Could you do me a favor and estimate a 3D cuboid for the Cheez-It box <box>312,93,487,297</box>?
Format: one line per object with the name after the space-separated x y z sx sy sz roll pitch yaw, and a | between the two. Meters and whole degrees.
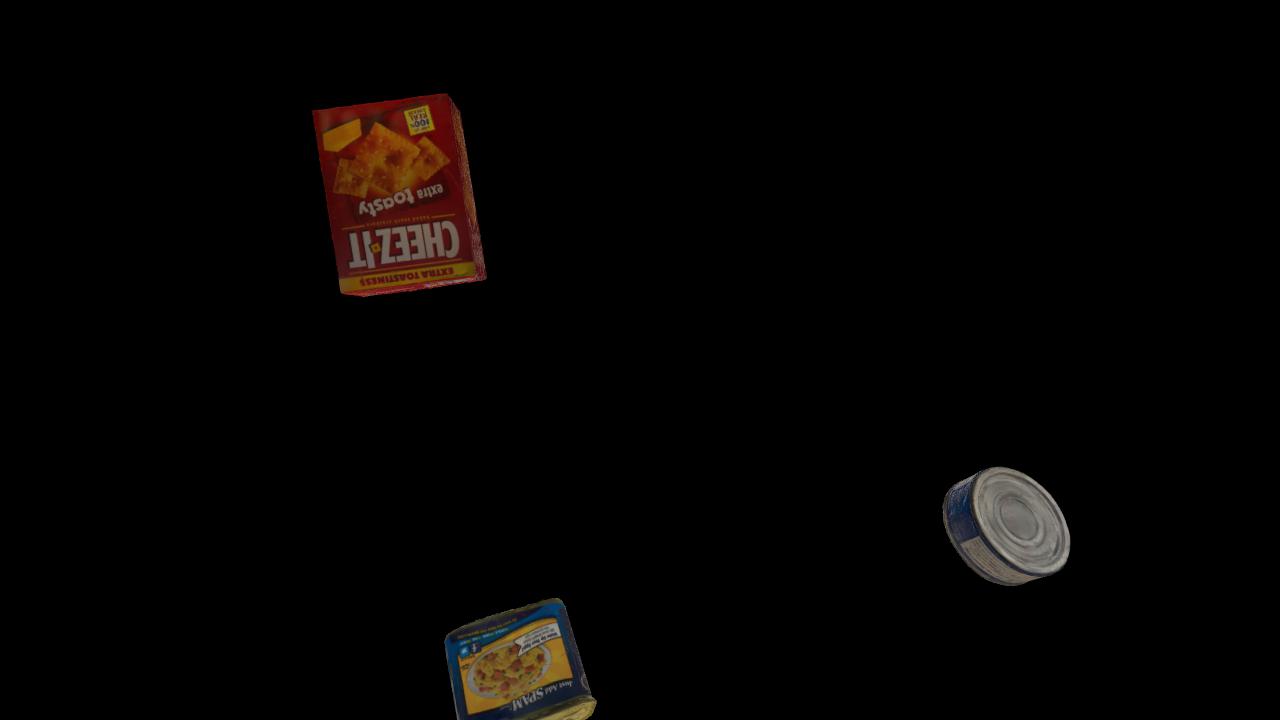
-0.293 -0.198 0.759 0.166 0.223 0.071 -8 3 -1 | Cheez-It box

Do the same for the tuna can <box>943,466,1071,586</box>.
0.278 0.124 0.466 0.084 0.084 0.034 0 -31 -16 | tuna can

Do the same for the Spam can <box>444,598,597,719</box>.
-0.095 0.244 0.476 0.101 0.085 0.058 -9 -41 -23 | Spam can
